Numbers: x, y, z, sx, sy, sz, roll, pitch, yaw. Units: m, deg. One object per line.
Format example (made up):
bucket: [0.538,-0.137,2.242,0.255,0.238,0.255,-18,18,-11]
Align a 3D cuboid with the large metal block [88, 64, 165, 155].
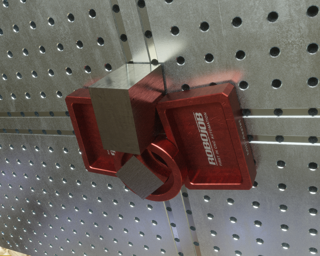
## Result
large metal block: [-0.033,-0.026,0.372,0.050,0.080,0.079,6,121,25]

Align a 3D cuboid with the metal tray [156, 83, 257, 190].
metal tray: [0.059,0.016,0.381,0.090,0.030,0.129,-7,115,31]

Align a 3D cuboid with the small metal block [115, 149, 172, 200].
small metal block: [-0.022,0.058,0.399,0.050,0.025,0.050,43,129,-2]

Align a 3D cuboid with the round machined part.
round machined part: [-0.009,0.047,0.417,0.098,0.042,0.097,13,124,21]

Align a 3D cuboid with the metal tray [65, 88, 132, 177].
metal tray: [-0.078,0.010,0.450,0.090,0.030,0.129,6,121,25]
